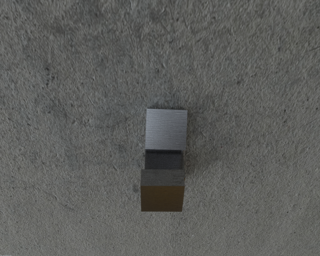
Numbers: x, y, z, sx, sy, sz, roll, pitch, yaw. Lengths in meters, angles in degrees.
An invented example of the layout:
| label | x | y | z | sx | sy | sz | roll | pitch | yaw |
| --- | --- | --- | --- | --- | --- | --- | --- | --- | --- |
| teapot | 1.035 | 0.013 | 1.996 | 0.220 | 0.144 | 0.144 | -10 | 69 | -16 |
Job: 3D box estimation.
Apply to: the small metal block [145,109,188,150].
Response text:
| label | x | y | z | sx | sy | sz | roll | pitch | yaw |
| --- | --- | --- | --- | --- | --- | --- | --- | --- | --- |
| small metal block | 0.008 | 0.001 | 0.394 | 0.050 | 0.025 | 0.050 | 2 | 94 | -2 |

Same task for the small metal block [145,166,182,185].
| label | x | y | z | sx | sy | sz | roll | pitch | yaw |
| --- | --- | --- | --- | --- | --- | --- | --- | --- | --- |
| small metal block | 0.004 | 0.069 | 0.451 | 0.050 | 0.025 | 0.050 | 2 | 171 | -2 |

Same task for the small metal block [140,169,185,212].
| label | x | y | z | sx | sy | sz | roll | pitch | yaw |
| --- | --- | --- | --- | --- | --- | --- | --- | --- | --- |
| small metal block | 0.003 | 0.076 | 0.375 | 0.050 | 0.025 | 0.050 | 1 | 130 | -1 |

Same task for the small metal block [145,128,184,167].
| label | x | y | z | sx | sy | sz | roll | pitch | yaw |
| --- | --- | --- | --- | --- | --- | --- | --- | --- | --- |
| small metal block | 0.005 | 0.028 | 0.433 | 0.050 | 0.025 | 0.050 | 2 | 130 | -2 |

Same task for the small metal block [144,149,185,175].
| label | x | y | z | sx | sy | sz | roll | pitch | yaw |
| --- | --- | --- | --- | --- | --- | --- | --- | --- | --- |
| small metal block | 0.005 | 0.053 | 0.404 | 0.050 | 0.050 | 0.025 | 2 | 130 | -2 |
